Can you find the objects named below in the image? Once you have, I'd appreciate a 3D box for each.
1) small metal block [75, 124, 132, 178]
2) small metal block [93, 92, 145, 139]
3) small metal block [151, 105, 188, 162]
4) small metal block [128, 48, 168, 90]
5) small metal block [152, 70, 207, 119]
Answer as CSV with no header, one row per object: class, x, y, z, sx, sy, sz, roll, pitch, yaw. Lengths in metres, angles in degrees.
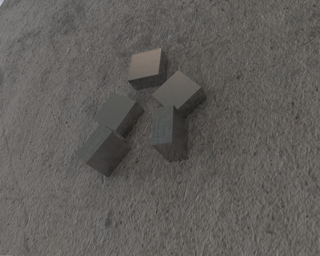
small metal block,-0.073,0.030,0.407,0.025,0.050,0.050,33,80,38
small metal block,-0.059,-0.019,0.447,0.050,0.025,0.050,24,75,36
small metal block,0.014,0.008,0.376,0.025,0.050,0.050,-10,57,23
small metal block,-0.017,-0.088,0.467,0.050,0.025,0.050,-8,58,24
small metal block,0.026,-0.043,0.417,0.050,0.025,0.050,-43,51,-2
